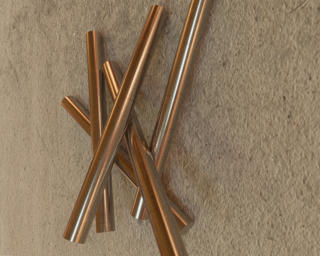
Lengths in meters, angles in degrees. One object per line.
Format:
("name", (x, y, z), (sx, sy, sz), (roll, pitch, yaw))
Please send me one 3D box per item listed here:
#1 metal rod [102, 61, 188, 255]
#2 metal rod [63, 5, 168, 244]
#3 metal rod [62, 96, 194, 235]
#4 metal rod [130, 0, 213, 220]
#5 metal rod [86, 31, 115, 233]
("metal rod", (-0.030, 0.017, 0.376), (0.025, 0.025, 0.300), (-49, 45, 29))
("metal rod", (-0.047, -0.016, 0.372), (0.025, 0.025, 0.299), (6, 72, 40))
("metal rod", (-0.063, 0.039, 0.457), (0.300, 0.025, 0.025), (42, 115, 32))
("metal rod", (0.016, -0.033, 0.374), (0.025, 0.025, 0.298), (21, 98, 38))
("metal rod", (-0.088, -0.005, 0.451), (0.025, 0.025, 0.299), (-20, 69, 38))
